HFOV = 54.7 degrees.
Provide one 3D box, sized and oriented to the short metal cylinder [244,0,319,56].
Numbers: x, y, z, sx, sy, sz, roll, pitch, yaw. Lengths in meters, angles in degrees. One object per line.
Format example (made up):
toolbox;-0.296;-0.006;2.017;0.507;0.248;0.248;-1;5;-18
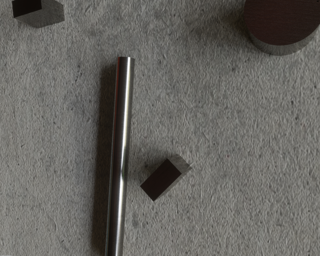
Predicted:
short metal cylinder;0.138;-0.126;0.347;0.080;0.050;0.080;0;90;20

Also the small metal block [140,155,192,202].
small metal block;0.009;0.062;0.393;0.025;0.050;0.050;47;104;14

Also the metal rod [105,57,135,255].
metal rod;-0.056;0.053;0.428;0.025;0.025;0.298;4;91;20

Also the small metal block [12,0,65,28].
small metal block;-0.179;-0.173;0.459;0.050;0.050;0.025;-8;88;20
